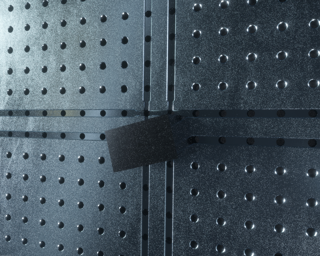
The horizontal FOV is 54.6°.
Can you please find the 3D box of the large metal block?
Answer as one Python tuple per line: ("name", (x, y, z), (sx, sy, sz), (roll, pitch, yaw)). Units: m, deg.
("large metal block", (-0.009, 0.018, 0.387), (0.080, 0.080, 0.050), (-15, 85, 19))
